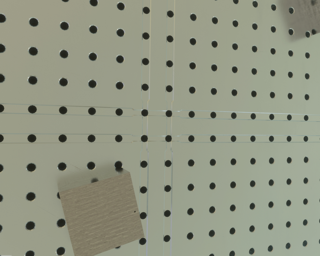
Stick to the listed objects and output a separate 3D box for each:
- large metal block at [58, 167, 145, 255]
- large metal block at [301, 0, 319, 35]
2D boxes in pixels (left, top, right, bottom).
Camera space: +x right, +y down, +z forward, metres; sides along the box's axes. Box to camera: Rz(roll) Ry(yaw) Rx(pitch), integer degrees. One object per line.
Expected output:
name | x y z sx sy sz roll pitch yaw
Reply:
large metal block | -0.072 0.099 0.373 0.081 0.050 0.080 -14 95 -20
large metal block | 0.283 -0.207 0.503 0.080 0.050 0.080 -24 98 -18
